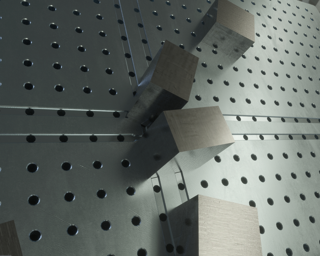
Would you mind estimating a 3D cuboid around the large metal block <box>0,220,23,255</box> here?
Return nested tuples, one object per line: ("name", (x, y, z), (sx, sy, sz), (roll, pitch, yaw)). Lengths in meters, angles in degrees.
("large metal block", (-0.147, 0.127, 0.236), (0.081, 0.050, 0.080), (-11, 68, -33))

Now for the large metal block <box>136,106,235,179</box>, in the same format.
("large metal block", (0.029, 0.017, 0.379), (0.081, 0.080, 0.050), (-7, 66, -32))

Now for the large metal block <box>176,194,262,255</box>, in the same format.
("large metal block", (0.066, 0.129, 0.351), (0.081, 0.050, 0.080), (17, 55, -19))

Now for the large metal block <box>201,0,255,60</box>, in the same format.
("large metal block", (0.127, -0.186, 0.577), (0.080, 0.050, 0.080), (22, 53, -15))

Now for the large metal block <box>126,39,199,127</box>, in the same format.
("large metal block", (0.003, -0.054, 0.409), (0.050, 0.080, 0.080), (26, 52, -13))
